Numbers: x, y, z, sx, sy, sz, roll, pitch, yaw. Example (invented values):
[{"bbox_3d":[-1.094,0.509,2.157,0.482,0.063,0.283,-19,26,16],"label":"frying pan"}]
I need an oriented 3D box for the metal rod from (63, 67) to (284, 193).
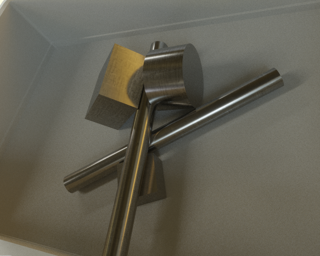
[{"bbox_3d":[0.009,0.008,0.392,0.301,0.025,0.025,-28,53,10],"label":"metal rod"}]

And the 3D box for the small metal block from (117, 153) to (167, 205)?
[{"bbox_3d":[-0.023,0.064,0.376,0.050,0.025,0.050,-19,54,16],"label":"small metal block"}]

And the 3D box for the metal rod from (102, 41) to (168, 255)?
[{"bbox_3d":[-0.025,0.014,0.373,0.025,0.025,0.300,-4,58,25],"label":"metal rod"}]

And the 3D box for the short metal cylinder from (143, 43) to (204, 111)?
[{"bbox_3d":[0.019,-0.063,0.395,0.050,0.080,0.080,-3,60,25],"label":"short metal cylinder"}]

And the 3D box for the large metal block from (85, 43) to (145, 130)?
[{"bbox_3d":[-0.060,-0.053,0.425,0.080,0.050,0.080,-40,34,57],"label":"large metal block"}]
